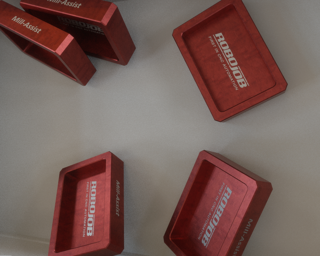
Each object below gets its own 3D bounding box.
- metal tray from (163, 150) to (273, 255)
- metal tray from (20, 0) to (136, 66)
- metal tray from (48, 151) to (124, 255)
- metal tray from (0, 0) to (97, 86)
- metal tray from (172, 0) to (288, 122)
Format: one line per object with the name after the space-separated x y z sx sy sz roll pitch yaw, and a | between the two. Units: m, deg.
0.062 0.102 0.363 0.090 0.030 0.129 31 102 49 | metal tray
-0.105 -0.134 0.410 0.130 0.090 0.030 19 74 19 | metal tray
-0.093 0.103 0.405 0.090 0.030 0.130 -21 50 18 | metal tray
-0.160 -0.115 0.430 0.130 0.090 0.030 29 78 17 | metal tray
0.083 -0.082 0.378 0.090 0.030 0.130 -28 81 17 | metal tray
